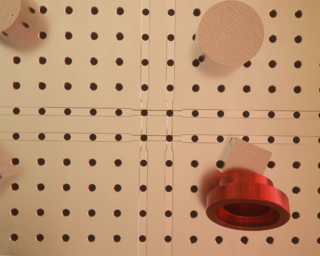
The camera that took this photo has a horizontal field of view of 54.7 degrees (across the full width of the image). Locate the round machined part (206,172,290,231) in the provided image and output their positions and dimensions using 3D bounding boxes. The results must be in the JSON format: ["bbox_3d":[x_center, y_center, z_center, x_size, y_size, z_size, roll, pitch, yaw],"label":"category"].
[{"bbox_3d":[0.108,0.090,0.388,0.099,0.097,0.042,10,53,0],"label":"round machined part"}]

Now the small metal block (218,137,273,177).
[{"bbox_3d":[0.113,0.045,0.414,0.050,0.025,0.050,23,90,0],"label":"small metal block"}]

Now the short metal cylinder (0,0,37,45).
[{"bbox_3d":[-0.208,-0.153,0.399,0.081,0.050,0.080,0,90,0],"label":"short metal cylinder"}]

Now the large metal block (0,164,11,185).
[{"bbox_3d":[-0.261,0.063,0.399,0.080,0.050,0.080,-43,90,0],"label":"large metal block"}]

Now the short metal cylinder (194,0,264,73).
[{"bbox_3d":[0.087,-0.116,0.401,0.081,0.050,0.080,0,90,0],"label":"short metal cylinder"}]
